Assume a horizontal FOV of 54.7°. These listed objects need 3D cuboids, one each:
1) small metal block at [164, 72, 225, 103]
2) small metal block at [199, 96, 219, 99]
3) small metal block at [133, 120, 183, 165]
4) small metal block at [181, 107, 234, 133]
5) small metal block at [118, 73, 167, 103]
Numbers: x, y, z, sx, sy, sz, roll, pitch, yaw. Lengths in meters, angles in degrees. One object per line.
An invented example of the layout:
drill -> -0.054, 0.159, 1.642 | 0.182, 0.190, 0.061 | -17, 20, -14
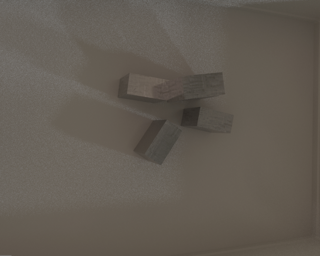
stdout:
small metal block -> 0.039, -0.046, 0.360 | 0.050, 0.050, 0.025 | -9, 94, -20
small metal block -> 0.043, -0.053, 0.414 | 0.050, 0.050, 0.025 | -3, 91, -21
small metal block -> -0.004, 0.017, 0.397 | 0.025, 0.050, 0.050 | 36, 78, -17
small metal block -> 0.063, -0.010, 0.422 | 0.050, 0.050, 0.025 | 12, 86, -20
small metal block -> -0.022, -0.049, 0.390 | 0.050, 0.050, 0.025 | 7, 88, -20
